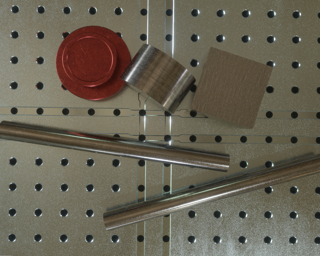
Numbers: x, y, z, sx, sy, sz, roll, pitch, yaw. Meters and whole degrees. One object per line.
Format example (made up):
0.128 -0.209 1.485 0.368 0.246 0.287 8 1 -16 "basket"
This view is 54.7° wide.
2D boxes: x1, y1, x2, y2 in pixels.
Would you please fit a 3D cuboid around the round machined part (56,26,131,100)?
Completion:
-0.087 -0.085 0.404 0.099 0.042 0.097 0 90 -1 "round machined part"

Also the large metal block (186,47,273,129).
0.087 -0.049 0.402 0.080 0.050 0.080 18 90 -1 "large metal block"

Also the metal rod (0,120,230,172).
-0.059 0.025 0.412 0.302 0.025 0.025 9 90 -1 "metal rod"

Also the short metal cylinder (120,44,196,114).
-0.003 -0.060 0.386 0.080 0.080 0.050 34 90 -1 "short metal cylinder"

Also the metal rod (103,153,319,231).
0.074 0.085 0.414 0.302 0.025 0.025 -15 90 -1 "metal rod"
